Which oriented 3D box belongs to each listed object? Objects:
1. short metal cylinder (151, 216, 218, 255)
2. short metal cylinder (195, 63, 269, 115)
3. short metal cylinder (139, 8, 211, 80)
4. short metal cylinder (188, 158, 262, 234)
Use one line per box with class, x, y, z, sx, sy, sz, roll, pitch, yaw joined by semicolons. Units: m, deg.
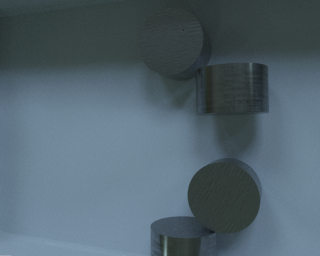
short metal cylinder;0.029;0.142;0.371;0.080;0.080;0.050;0;90;20
short metal cylinder;0.081;-0.041;0.352;0.080;0.080;0.050;-1;90;20
short metal cylinder;0.020;-0.103;0.390;0.080;0.050;0.080;0;90;20
short metal cylinder;0.078;0.078;0.369;0.080;0.050;0.080;0;90;20
